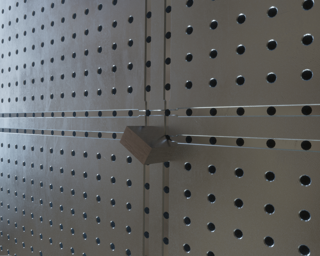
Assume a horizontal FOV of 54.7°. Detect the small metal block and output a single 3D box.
[{"bbox_3d":[-0.015,0.021,0.404,0.050,0.050,0.025,39,114,32],"label":"small metal block"}]
